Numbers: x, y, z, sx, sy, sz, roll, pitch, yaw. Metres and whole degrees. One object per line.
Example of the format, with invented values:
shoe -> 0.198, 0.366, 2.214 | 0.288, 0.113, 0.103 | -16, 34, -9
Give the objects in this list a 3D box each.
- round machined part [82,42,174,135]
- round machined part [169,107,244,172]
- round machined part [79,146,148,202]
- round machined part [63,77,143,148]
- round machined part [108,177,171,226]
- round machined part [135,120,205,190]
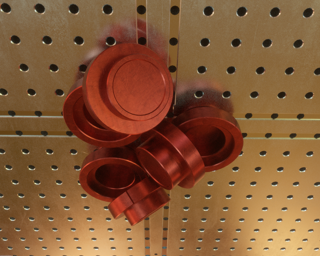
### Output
round machined part -> -0.028, -0.041, 0.329 | 0.099, 0.042, 0.097 | -1, 93, -26
round machined part -> 0.056, 0.011, 0.409 | 0.099, 0.042, 0.097 | 0, 130, 0
round machined part -> -0.064, 0.063, 0.452 | 0.099, 0.042, 0.097 | 0, 130, 0
round machined part -> -0.063, -0.025, 0.377 | 0.099, 0.042, 0.097 | 0, 130, 0
round machined part -> -0.023, 0.107, 0.453 | 0.098, 0.042, 0.098 | -32, 166, -9
round machined part -> 0.007, 0.040, 0.394 | 0.042, 0.098, 0.098 | -38, 133, -23
